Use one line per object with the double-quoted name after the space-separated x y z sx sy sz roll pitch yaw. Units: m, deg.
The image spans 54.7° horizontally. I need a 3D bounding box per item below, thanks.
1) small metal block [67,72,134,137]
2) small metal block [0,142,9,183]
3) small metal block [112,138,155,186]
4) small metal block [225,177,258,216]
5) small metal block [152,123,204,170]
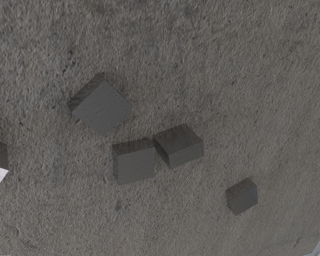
-0.068 -0.026 0.354 0.050 0.025 0.050 -44 129 2 "small metal block"
-0.183 0.030 0.309 0.050 0.050 0.025 30 101 -38 "small metal block"
-0.035 0.045 0.415 0.050 0.025 0.050 -11 123 -23 "small metal block"
0.150 0.126 0.567 0.050 0.025 0.050 -26 128 -12 "small metal block"
0.024 0.023 0.418 0.050 0.050 0.025 -20 126 -17 "small metal block"
